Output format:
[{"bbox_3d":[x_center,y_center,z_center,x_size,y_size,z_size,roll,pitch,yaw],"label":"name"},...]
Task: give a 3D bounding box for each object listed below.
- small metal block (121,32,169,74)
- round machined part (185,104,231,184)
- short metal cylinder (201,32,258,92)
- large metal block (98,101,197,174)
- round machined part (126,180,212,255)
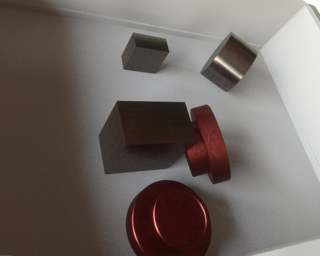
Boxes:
[{"bbox_3d":[-0.022,-0.106,0.444,0.050,0.050,0.025,3,61,-27],"label":"small metal block"},{"bbox_3d":[0.051,0.023,0.386,0.042,0.098,0.098,-16,66,1],"label":"round machined part"},{"bbox_3d":[0.109,-0.105,0.496,0.050,0.080,0.080,35,51,-5],"label":"short metal cylinder"},{"bbox_3d":[-0.018,0.012,0.353,0.081,0.080,0.050,-1,63,-27],"label":"large metal block"},{"bbox_3d":[0.016,0.104,0.342,0.099,0.042,0.098,14,56,-21],"label":"round machined part"}]
